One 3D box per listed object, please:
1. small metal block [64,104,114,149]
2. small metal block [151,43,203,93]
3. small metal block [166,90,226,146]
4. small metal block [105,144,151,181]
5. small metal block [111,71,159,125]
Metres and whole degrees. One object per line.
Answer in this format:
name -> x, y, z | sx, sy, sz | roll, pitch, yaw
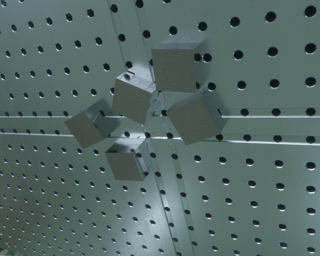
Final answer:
small metal block -> -0.107, -0.002, 0.464 | 0.050, 0.025, 0.050 | -23, 106, 36
small metal block -> 0.021, -0.070, 0.356 | 0.050, 0.025, 0.050 | 7, 122, 24
small metal block -> 0.044, -0.012, 0.380 | 0.050, 0.025, 0.050 | -22, 107, 35
small metal block -> -0.048, 0.052, 0.467 | 0.050, 0.025, 0.050 | -3, 117, 29
small metal block -> -0.032, -0.039, 0.403 | 0.050, 0.025, 0.050 | 24, 127, 13
